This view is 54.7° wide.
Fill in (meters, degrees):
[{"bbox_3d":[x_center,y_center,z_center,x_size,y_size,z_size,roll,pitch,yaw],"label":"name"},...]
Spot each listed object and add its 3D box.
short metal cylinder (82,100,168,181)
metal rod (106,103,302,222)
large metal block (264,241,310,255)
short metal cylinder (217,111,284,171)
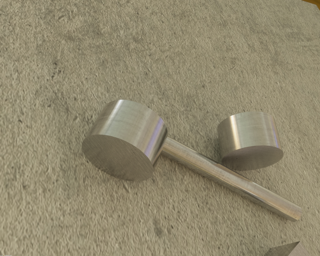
[{"bbox_3d":[-0.037,0.015,0.340,0.080,0.080,0.050,30,52,-10],"label":"short metal cylinder"},{"bbox_3d":[0.059,0.050,0.406,0.301,0.025,0.025,28,52,-11],"label":"metal rod"},{"bbox_3d":[0.148,0.191,0.353,0.081,0.050,0.080,-25,75,-37],"label":"large metal block"},{"bbox_3d":[0.122,0.020,0.424,0.081,0.080,0.050,12,57,-22],"label":"short metal cylinder"}]
